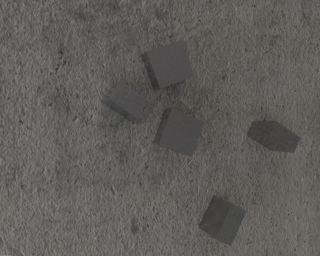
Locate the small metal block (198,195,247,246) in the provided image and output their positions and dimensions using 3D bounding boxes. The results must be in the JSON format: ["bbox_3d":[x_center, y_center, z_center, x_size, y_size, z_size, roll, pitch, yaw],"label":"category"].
[{"bbox_3d":[0.085,0.126,0.427,0.025,0.050,0.050,31,80,-18],"label":"small metal block"}]

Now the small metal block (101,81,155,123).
[{"bbox_3d":[-0.040,-0.030,0.381,0.050,0.050,0.025,35,79,-17],"label":"small metal block"}]

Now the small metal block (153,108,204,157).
[{"bbox_3d":[0.025,0.006,0.418,0.050,0.025,0.050,23,82,-19],"label":"small metal block"}]

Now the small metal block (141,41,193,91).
[{"bbox_3d":[0.009,-0.083,0.412,0.050,0.025,0.050,-22,98,-19],"label":"small metal block"}]

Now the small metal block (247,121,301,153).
[{"bbox_3d":[0.167,0.013,0.457,0.050,0.050,0.025,30,80,-18],"label":"small metal block"}]
